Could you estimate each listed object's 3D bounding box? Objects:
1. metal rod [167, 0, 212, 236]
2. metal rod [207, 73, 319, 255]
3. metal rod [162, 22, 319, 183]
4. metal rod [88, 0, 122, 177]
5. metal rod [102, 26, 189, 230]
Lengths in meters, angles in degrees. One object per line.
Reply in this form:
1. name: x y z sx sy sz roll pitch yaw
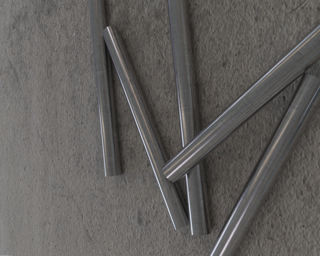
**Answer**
1. metal rod: 0.034 -0.025 0.376 0.025 0.025 0.298 -9 84 39
2. metal rod: 0.092 0.086 0.329 0.025 0.025 0.298 34 111 35
3. metal rod: 0.108 -0.044 0.297 0.299 0.025 0.025 -45 63 24
4. metal rod: -0.086 -0.077 0.475 0.025 0.025 0.298 -11 83 39
5. metal rod: -0.023 -0.012 0.423 0.025 0.025 0.299 -33 69 35
